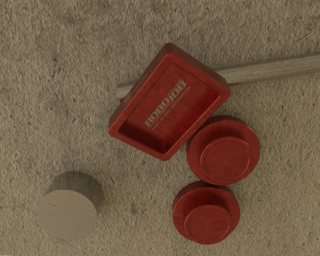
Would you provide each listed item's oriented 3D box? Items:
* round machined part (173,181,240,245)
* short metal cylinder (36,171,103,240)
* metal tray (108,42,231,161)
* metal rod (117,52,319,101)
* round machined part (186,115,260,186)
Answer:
[{"bbox_3d":[0.068,0.129,0.449,0.099,0.042,0.097,0,110,-1],"label":"round machined part"},{"bbox_3d":[-0.124,0.108,0.434,0.081,0.050,0.079,0,110,-1],"label":"short metal cylinder"},{"bbox_3d":[0.008,-0.025,0.375,0.090,0.030,0.129,29,120,-23],"label":"metal tray"},{"bbox_3d":[0.098,-0.066,0.386,0.302,0.025,0.025,-9,110,2],"label":"metal rod"},{"bbox_3d":[0.086,0.035,0.415,0.099,0.042,0.097,0,110,-1],"label":"round machined part"}]
